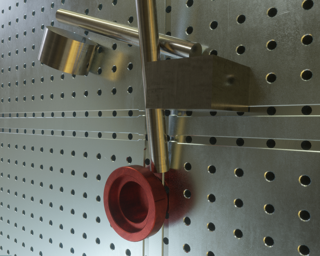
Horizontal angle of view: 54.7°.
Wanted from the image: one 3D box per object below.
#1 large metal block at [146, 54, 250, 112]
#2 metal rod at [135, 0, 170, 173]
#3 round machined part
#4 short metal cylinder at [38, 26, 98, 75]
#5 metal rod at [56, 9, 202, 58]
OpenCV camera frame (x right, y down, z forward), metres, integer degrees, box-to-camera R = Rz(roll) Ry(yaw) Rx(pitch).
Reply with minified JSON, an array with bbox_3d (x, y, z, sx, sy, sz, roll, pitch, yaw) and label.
[{"bbox_3d":[0.042,-0.044,0.337,0.080,0.081,0.050,4,92,39],"label":"large metal block"},{"bbox_3d":[-0.012,-0.091,0.386,0.025,0.025,0.298,2,101,39],"label":"metal rod"},{"bbox_3d":[-0.029,0.098,0.419,0.098,0.042,0.097,1,92,40],"label":"round machined part"},{"bbox_3d":[-0.146,-0.122,0.491,0.080,0.081,0.050,35,111,34],"label":"short metal cylinder"},{"bbox_3d":[-0.065,-0.144,0.460,0.300,0.025,0.025,27,107,36],"label":"metal rod"}]
